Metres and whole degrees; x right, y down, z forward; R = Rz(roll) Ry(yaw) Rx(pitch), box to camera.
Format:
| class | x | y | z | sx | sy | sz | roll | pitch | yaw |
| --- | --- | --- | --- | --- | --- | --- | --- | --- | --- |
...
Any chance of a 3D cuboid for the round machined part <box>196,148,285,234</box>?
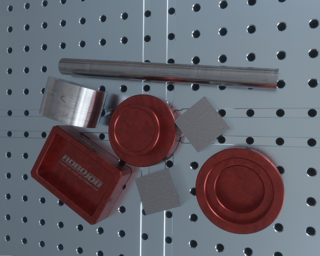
| class | x | y | z | sx | sy | sz | roll | pitch | yaw |
| --- | --- | --- | --- | --- | --- | --- | --- | --- | --- |
| round machined part | 0.095 | 0.071 | 0.370 | 0.098 | 0.042 | 0.097 | 0 | 90 | 20 |

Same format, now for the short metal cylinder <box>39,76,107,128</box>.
| class | x | y | z | sx | sy | sz | roll | pitch | yaw |
| --- | --- | --- | --- | --- | --- | --- | --- | --- | --- |
| short metal cylinder | -0.118 | -0.036 | 0.425 | 0.080 | 0.080 | 0.050 | 19 | 96 | 19 |

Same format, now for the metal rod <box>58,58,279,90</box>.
| class | x | y | z | sx | sy | sz | roll | pitch | yaw |
| --- | --- | --- | --- | --- | --- | --- | --- | --- | --- |
| metal rod | -0.003 | -0.075 | 0.413 | 0.301 | 0.025 | 0.025 | 7 | 93 | 19 |

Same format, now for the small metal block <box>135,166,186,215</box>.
| class | x | y | z | sx | sy | sz | roll | pitch | yaw |
| --- | --- | --- | --- | --- | --- | --- | --- | --- | --- |
| small metal block | 0.001 | 0.083 | 0.412 | 0.050 | 0.025 | 0.050 | -20 | 83 | 18 |

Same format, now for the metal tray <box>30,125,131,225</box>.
| class | x | y | z | sx | sy | sz | roll | pitch | yaw |
| --- | --- | --- | --- | --- | --- | --- | --- | --- | --- |
| metal tray | -0.117 | 0.065 | 0.451 | 0.130 | 0.030 | 0.090 | 32 | 101 | 17 |

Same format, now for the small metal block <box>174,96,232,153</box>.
| class | x | y | z | sx | sy | sz | roll | pitch | yaw |
| --- | --- | --- | --- | --- | --- | --- | --- | --- | --- |
| small metal block | 0.055 | -0.005 | 0.393 | 0.050 | 0.025 | 0.050 | -40 | 78 | 15 |

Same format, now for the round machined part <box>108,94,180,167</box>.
| class | x | y | z | sx | sy | sz | roll | pitch | yaw |
| --- | --- | --- | --- | --- | --- | --- | --- | --- | --- |
| round machined part | -0.026 | 0.003 | 0.412 | 0.098 | 0.042 | 0.097 | -1 | 87 | 19 |
